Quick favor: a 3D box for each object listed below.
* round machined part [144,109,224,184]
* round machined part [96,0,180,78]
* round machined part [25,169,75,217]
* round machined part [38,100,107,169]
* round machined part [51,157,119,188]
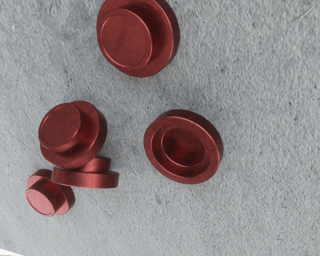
[{"bbox_3d":[0.032,0.020,0.391,0.098,0.042,0.097,13,124,21],"label":"round machined part"},{"bbox_3d":[-0.031,-0.103,0.349,0.098,0.042,0.097,13,124,21],"label":"round machined part"},{"bbox_3d":[-0.215,0.130,0.590,0.098,0.042,0.097,13,124,21],"label":"round machined part"},{"bbox_3d":[-0.126,0.004,0.426,0.098,0.098,0.042,5,157,26],"label":"round machined part"},{"bbox_3d":[-0.110,0.063,0.470,0.098,0.098,0.042,4,85,26],"label":"round machined part"}]
